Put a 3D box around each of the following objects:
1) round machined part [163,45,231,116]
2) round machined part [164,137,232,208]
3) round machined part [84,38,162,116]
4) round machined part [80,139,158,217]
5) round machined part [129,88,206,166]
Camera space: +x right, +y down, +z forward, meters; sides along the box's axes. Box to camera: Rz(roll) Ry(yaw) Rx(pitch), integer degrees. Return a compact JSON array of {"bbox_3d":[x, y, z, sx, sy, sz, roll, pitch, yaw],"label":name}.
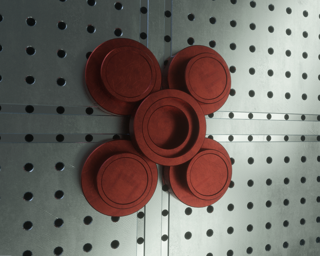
[{"bbox_3d":[0.056,-0.065,0.425,0.099,0.042,0.097,0,90,-21],"label":"round machined part"},{"bbox_3d":[0.058,0.061,0.426,0.099,0.042,0.097,0,90,-21],"label":"round machined part"},{"bbox_3d":[-0.043,-0.064,0.388,0.099,0.042,0.097,0,90,-21],"label":"round machined part"},{"bbox_3d":[-0.048,0.063,0.387,0.099,0.042,0.097,0,90,-21],"label":"round machined part"},{"bbox_3d":[0.007,-0.001,0.405,0.099,0.042,0.097,0,90,-21],"label":"round machined part"}]
